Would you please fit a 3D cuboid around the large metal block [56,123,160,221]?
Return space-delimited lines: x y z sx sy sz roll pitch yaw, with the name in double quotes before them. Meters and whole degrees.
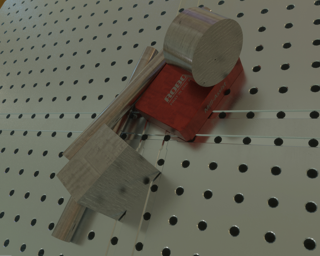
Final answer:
"large metal block" -0.059 0.054 0.370 0.080 0.080 0.050 -48 51 -6

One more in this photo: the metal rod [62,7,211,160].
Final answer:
"metal rod" -0.022 -0.068 0.439 0.025 0.025 0.301 29 71 37

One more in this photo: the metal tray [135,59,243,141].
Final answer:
"metal tray" 0.039 -0.056 0.419 0.090 0.030 0.130 29 77 37

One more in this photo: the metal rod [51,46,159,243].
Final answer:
"metal rod" -0.069 0.009 0.438 0.025 0.025 0.300 10 67 32

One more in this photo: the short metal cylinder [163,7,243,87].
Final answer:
"short metal cylinder" 0.051 -0.095 0.366 0.080 0.080 0.050 -47 51 -5
